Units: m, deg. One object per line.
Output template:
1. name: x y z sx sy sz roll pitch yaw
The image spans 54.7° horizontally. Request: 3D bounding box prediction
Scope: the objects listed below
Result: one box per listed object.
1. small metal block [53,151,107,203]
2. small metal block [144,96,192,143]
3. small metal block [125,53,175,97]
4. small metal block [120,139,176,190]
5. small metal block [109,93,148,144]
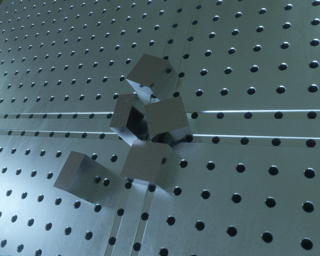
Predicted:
1. small metal block: -0.103 0.064 0.405 0.025 0.050 0.050 9 66 32
2. small metal block: 0.010 -0.009 0.401 0.050 0.025 0.050 -14 55 4
3. small metal block: -0.014 -0.080 0.463 0.050 0.025 0.050 25 75 36
4. small metal block: -0.015 0.045 0.387 0.050 0.025 0.050 6 65 30
5. small metal block: -0.038 -0.011 0.418 0.025 0.050 0.050 -2 61 27
